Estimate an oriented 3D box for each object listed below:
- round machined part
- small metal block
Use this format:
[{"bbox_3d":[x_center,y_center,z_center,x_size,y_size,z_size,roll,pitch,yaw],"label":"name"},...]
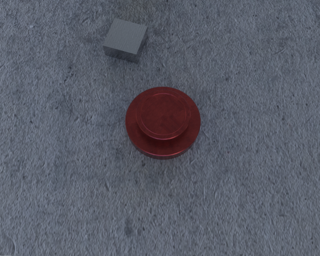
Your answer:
[{"bbox_3d":[0.004,-0.011,0.403,0.099,0.042,0.098,0,70,-1],"label":"round machined part"},{"bbox_3d":[-0.050,-0.128,0.454,0.050,0.025,0.050,16,71,5],"label":"small metal block"}]
